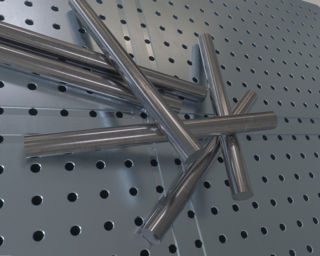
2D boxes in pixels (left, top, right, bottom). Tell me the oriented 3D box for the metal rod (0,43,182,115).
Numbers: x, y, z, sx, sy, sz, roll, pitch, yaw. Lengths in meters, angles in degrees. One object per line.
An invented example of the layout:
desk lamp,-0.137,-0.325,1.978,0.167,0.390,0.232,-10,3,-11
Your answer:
metal rod,-0.112,-0.066,0.387,0.302,0.025,0.025,15,56,-20

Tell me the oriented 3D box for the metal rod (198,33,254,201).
metal rod,0.088,-0.038,0.453,0.025,0.025,0.300,13,49,-21

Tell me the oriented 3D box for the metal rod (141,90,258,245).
metal rod,0.071,0.031,0.426,0.025,0.025,0.301,43,51,1

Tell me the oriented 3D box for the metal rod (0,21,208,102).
metal rod,-0.071,-0.086,0.421,0.302,0.025,0.025,14,56,-20

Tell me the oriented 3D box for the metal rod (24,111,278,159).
metal rod,0.004,0.005,0.366,0.302,0.025,0.025,-6,64,-17

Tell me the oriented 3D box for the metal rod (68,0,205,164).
metal rod,-0.043,-0.078,0.388,0.025,0.025,0.300,-16,57,-34
